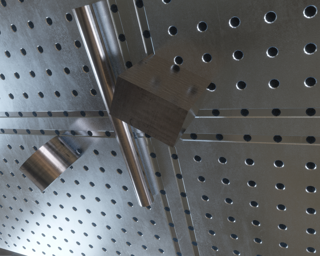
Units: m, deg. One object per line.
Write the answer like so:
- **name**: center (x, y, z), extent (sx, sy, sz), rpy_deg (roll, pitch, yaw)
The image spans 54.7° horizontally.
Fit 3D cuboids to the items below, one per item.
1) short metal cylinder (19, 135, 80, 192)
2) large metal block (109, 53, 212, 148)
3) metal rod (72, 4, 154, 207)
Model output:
- **short metal cylinder**: center (-0.177, 0.057, 0.502), extent (0.050, 0.080, 0.080), rpy_deg (47, 129, -5)
- **large metal block**: center (0.002, -0.035, 0.352), extent (0.080, 0.080, 0.050), rpy_deg (28, 128, 10)
- **metal rod**: center (-0.057, -0.014, 0.430), extent (0.025, 0.025, 0.298), rpy_deg (-1, 118, 28)
